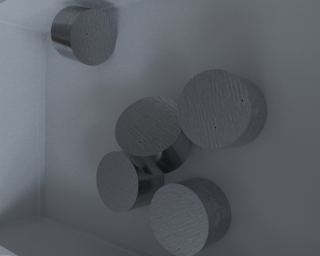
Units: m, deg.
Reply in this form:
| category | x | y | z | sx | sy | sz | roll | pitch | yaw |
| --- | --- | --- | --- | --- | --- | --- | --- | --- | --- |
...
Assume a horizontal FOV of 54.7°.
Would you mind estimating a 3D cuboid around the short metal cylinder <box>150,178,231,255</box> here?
| category | x | y | z | sx | sy | sz | roll | pitch | yaw |
| --- | --- | --- | --- | --- | --- | --- | --- | --- | --- |
| short metal cylinder | 0.035 | 0.101 | 0.360 | 0.080 | 0.050 | 0.079 | 0 | 90 | 39 |

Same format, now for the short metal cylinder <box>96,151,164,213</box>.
| category | x | y | z | sx | sy | sz | roll | pitch | yaw |
| --- | --- | --- | --- | --- | --- | --- | --- | --- | --- |
| short metal cylinder | -0.041 | 0.070 | 0.422 | 0.080 | 0.050 | 0.079 | 0 | 90 | 40 |

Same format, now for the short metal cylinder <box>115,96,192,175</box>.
| category | x | y | z | sx | sy | sz | roll | pitch | yaw |
| --- | --- | --- | --- | --- | --- | --- | --- | --- | --- |
| short metal cylinder | -0.006 | 0.009 | 0.369 | 0.080 | 0.050 | 0.080 | -8 | 56 | 13 |

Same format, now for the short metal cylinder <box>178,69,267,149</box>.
| category | x | y | z | sx | sy | sz | roll | pitch | yaw |
| --- | --- | --- | --- | --- | --- | --- | --- | --- | --- |
| short metal cylinder | 0.066 | -0.019 | 0.331 | 0.080 | 0.050 | 0.080 | -1 | 88 | 35 |

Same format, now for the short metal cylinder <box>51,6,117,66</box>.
| category | x | y | z | sx | sy | sz | roll | pitch | yaw |
| --- | --- | --- | --- | --- | --- | --- | --- | --- | --- |
| short metal cylinder | -0.112 | -0.137 | 0.461 | 0.050 | 0.081 | 0.079 | 24 | 105 | 37 |
